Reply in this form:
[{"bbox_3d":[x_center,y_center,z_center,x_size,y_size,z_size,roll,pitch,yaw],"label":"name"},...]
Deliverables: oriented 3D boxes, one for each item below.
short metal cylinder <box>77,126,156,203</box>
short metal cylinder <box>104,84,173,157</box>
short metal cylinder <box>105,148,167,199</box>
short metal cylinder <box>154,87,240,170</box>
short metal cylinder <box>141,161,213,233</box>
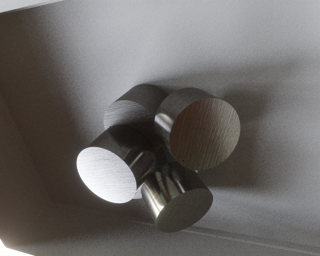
[{"bbox_3d":[-0.052,0.044,0.377,0.080,0.050,0.079,13,124,20],"label":"short metal cylinder"},{"bbox_3d":[-0.024,-0.009,0.395,0.080,0.050,0.079,13,124,20],"label":"short metal cylinder"},{"bbox_3d":[-0.038,0.054,0.443,0.080,0.050,0.079,13,124,20],"label":"short metal cylinder"},{"bbox_3d":[0.040,0.000,0.342,0.081,0.050,0.079,-7,111,-17],"label":"short metal cylinder"},{"bbox_3d":[0.022,0.090,0.405,0.050,0.081,0.079,54,144,44],"label":"short metal cylinder"}]
